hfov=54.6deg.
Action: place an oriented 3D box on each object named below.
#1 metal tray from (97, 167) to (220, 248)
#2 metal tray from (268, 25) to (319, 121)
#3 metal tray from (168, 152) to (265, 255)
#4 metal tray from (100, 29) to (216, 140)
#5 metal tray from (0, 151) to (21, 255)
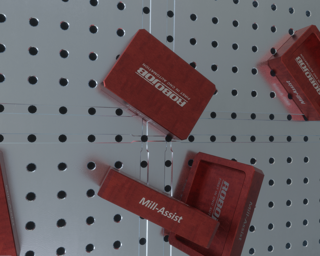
[{"bbox_3d":[-0.006,0.088,0.362,0.130,0.090,0.030,27,81,-6],"label":"metal tray"},{"bbox_3d":[0.245,-0.086,0.499,0.090,0.030,0.130,-45,104,-15],"label":"metal tray"},{"bbox_3d":[0.071,0.104,0.401,0.030,0.090,0.130,26,80,-46],"label":"metal tray"},{"bbox_3d":[0.000,-0.054,0.410,0.130,0.030,0.090,35,79,-17],"label":"metal tray"},{"bbox_3d":[-0.210,0.094,0.333,0.091,0.030,0.129,-10,93,-20],"label":"metal tray"}]
